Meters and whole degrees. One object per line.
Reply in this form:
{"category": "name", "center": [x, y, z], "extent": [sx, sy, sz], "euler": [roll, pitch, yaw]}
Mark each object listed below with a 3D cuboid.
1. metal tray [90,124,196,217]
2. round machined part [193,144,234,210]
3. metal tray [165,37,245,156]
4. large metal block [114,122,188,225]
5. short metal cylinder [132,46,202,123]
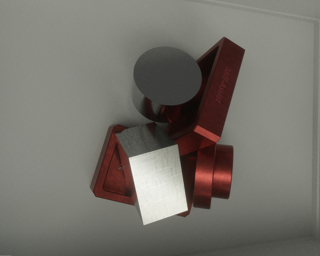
{"category": "metal tray", "center": [-0.013, 0.056, 0.401], "extent": [0.131, 0.030, 0.090], "euler": [18, 84, -19]}
{"category": "round machined part", "center": [0.069, 0.054, 0.393], "extent": [0.042, 0.098, 0.097], "euler": [5, 88, 10]}
{"category": "metal tray", "center": [0.051, -0.036, 0.378], "extent": [0.030, 0.090, 0.130], "euler": [28, 65, -15]}
{"category": "large metal block", "center": [-0.012, 0.047, 0.352], "extent": [0.050, 0.080, 0.079], "euler": [-15, 111, -14]}
{"category": "short metal cylinder", "center": [0.006, -0.053, 0.383], "extent": [0.081, 0.050, 0.080], "euler": [3, 67, -7]}
